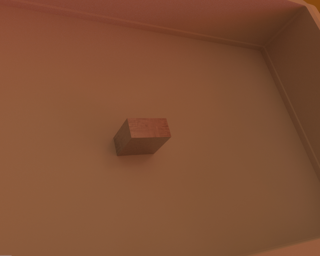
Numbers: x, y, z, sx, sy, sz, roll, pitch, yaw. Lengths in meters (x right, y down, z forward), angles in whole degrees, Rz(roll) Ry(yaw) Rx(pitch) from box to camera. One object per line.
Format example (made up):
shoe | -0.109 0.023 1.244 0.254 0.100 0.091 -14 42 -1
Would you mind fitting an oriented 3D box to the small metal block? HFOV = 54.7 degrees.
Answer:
small metal block | -0.022 0.011 0.372 0.050 0.050 0.025 -1 62 -29
